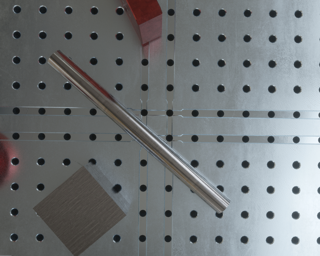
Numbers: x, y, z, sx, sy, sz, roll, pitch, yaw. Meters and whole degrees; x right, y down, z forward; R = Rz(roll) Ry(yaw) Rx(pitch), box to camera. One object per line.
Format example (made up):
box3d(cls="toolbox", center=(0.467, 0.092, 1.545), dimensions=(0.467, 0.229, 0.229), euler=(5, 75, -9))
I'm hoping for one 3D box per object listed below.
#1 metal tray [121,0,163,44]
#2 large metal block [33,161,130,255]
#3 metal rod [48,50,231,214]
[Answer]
box3d(cls="metal tray", center=(-0.039, -0.177, 0.380), dimensions=(0.030, 0.090, 0.130), euler=(-26, 90, 0))
box3d(cls="large metal block", center=(-0.097, 0.101, 0.400), dimensions=(0.080, 0.050, 0.080), euler=(-41, 90, 0))
box3d(cls="metal rod", center=(-0.027, 0.005, 0.412), dimensions=(0.300, 0.025, 0.025), euler=(41, 90, 0))
